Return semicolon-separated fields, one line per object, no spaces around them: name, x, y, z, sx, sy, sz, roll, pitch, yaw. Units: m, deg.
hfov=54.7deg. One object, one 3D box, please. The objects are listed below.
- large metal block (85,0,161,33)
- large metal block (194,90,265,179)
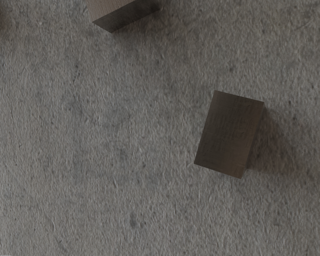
large metal block;-0.056;-0.187;0.414;0.080;0.050;0.080;-19;84;18
large metal block;0.082;0.006;0.351;0.050;0.080;0.079;17;96;19
